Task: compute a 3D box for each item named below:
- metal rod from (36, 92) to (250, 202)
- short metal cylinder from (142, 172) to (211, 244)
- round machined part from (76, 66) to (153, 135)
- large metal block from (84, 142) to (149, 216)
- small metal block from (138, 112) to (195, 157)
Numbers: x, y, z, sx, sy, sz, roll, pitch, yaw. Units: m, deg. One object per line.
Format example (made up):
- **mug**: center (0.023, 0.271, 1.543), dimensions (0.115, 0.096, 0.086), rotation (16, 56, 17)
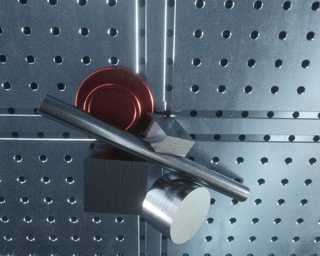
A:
- **metal rod**: center (-0.003, 0.034, 0.391), dimensions (0.302, 0.025, 0.025), rotation (26, 108, -23)
- **short metal cylinder**: center (0.023, 0.106, 0.417), dimensions (0.081, 0.050, 0.079), rotation (-23, 124, -40)
- **round machined part**: center (-0.058, -0.027, 0.394), dimensions (0.099, 0.042, 0.097), rotation (0, 110, -1)
- **large metal block**: center (-0.058, 0.068, 0.422), dimensions (0.081, 0.050, 0.079), rotation (4, 110, -2)
- **small metal block**: center (0.008, 0.008, 0.393), dimensions (0.050, 0.050, 0.025), rotation (14, 117, -42)
